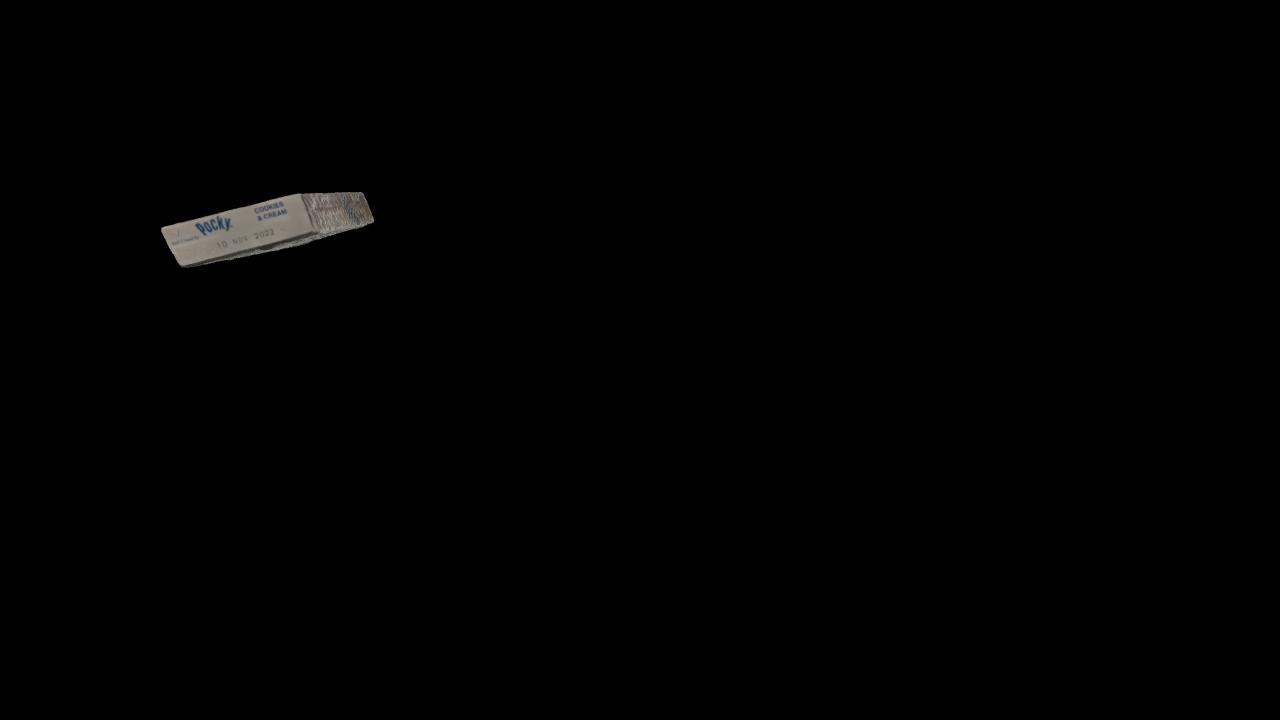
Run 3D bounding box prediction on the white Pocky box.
[{"bbox_3d":[-0.246,-0.094,0.430,0.084,0.028,0.154,-18,17,-6],"label":"white Pocky box"}]
